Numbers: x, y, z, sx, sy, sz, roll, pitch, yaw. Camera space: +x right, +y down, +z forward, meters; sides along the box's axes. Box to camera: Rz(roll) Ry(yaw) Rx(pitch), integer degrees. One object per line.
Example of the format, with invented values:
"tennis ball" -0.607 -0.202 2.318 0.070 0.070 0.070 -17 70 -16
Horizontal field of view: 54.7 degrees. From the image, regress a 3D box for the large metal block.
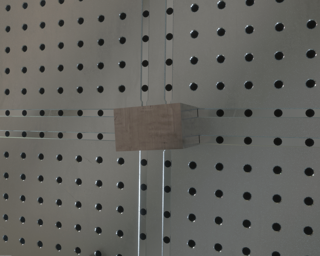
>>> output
"large metal block" -0.001 0.000 0.383 0.080 0.080 0.050 -4 89 19
